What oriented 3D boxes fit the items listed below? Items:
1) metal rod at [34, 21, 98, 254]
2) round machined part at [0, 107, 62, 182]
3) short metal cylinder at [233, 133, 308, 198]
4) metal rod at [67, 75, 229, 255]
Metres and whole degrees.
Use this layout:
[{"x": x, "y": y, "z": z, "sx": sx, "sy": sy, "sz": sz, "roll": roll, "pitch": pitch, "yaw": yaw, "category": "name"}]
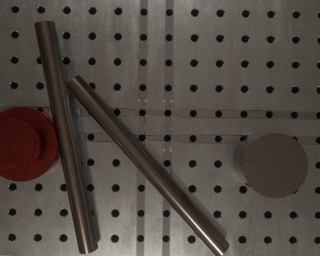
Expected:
[{"x": -0.120, "y": 0.015, "z": 0.401, "sx": 0.025, "sy": 0.025, "sz": 0.298, "roll": -10, "pitch": 94, "yaw": 0, "category": "metal rod"}, {"x": -0.182, "y": 0.021, "z": 0.403, "sx": 0.099, "sy": 0.042, "sz": 0.097, "roll": 0, "pitch": 90, "yaw": -1, "category": "round machined part"}, {"x": 0.141, "y": 0.046, "z": 0.403, "sx": 0.081, "sy": 0.050, "sz": 0.079, "roll": 0, "pitch": 90, "yaw": -1, "category": "short metal cylinder"}, {"x": -0.016, "y": 0.051, "z": 0.413, "sx": 0.025, "sy": 0.025, "sz": 0.300, "roll": -41, "pitch": 91, "yaw": 0, "category": "metal rod"}]
